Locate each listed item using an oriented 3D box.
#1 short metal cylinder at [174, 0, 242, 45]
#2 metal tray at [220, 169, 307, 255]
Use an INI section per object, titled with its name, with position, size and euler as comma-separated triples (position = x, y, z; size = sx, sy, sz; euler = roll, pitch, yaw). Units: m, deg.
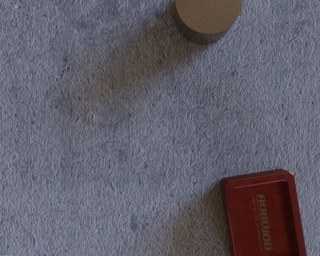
[short metal cylinder]
position = 0.059, -0.153, 0.398
size = 0.081, 0.050, 0.079
euler = 0, 90, 0
[metal tray]
position = 0.135, 0.125, 0.408
size = 0.091, 0.030, 0.129
euler = -9, 90, 0
